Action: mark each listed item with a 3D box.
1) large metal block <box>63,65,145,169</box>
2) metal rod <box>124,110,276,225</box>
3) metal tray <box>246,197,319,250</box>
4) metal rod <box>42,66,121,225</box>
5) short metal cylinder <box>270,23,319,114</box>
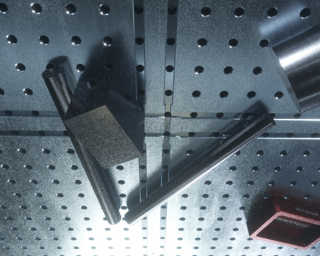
[{"bbox_3d":[-0.060,-0.013,0.364,0.050,0.080,0.080,-20,128,16],"label":"large metal block"},{"bbox_3d":[0.045,0.073,0.474,0.025,0.025,0.299,33,122,-25],"label":"metal rod"},{"bbox_3d":[0.237,0.176,0.561,0.131,0.030,0.089,17,128,-15],"label":"metal tray"},{"bbox_3d":[-0.102,0.048,0.450,0.025,0.025,0.298,-7,130,5],"label":"metal rod"},{"bbox_3d":[0.157,-0.061,0.326,0.050,0.080,0.080,-25,126,19],"label":"short metal cylinder"}]
